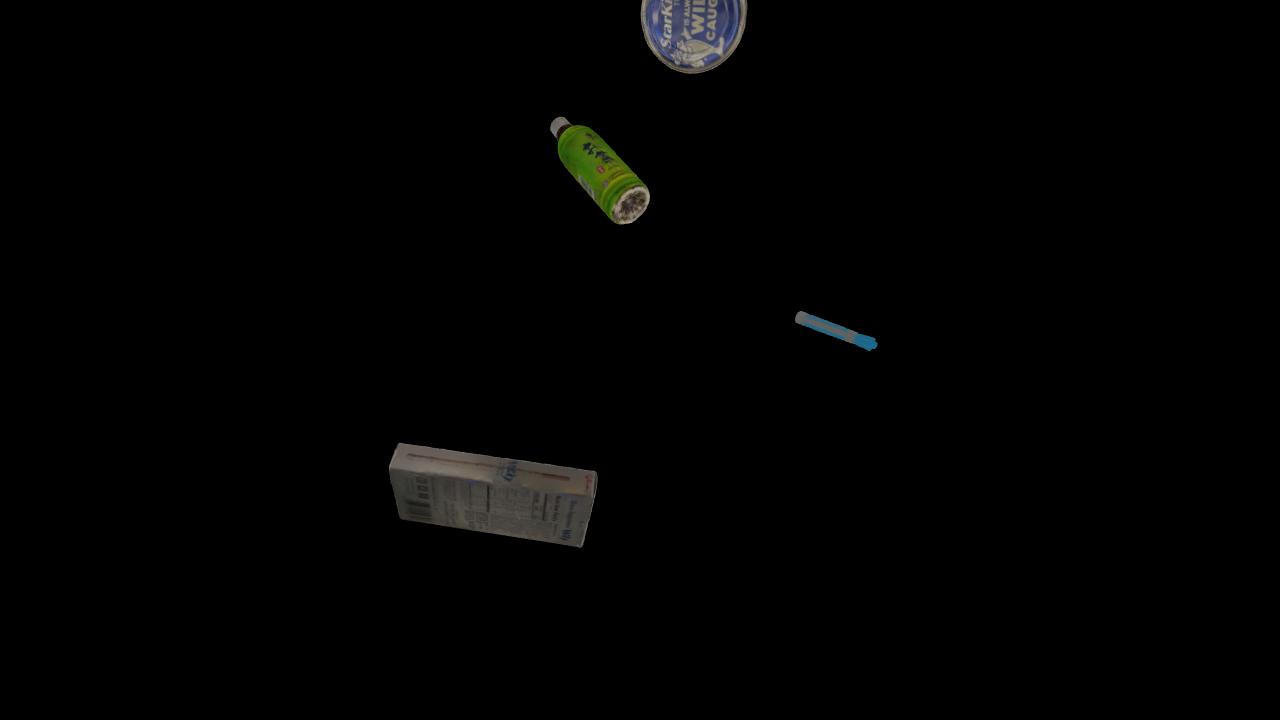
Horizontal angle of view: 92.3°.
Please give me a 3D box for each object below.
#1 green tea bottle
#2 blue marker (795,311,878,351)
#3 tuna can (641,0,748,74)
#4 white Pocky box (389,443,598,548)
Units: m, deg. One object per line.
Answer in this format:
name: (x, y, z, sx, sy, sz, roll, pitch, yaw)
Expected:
green tea bottle: (-0.070, -0.290, 0.911, 0.073, 0.212, 0.073, -31, -26, -17)
blue marker: (0.272, -0.041, 0.854, 0.121, 0.020, 0.020, 28, 18, 38)
tuna can: (0.044, -0.280, 0.496, 0.084, 0.084, 0.034, 0, 38, 13)
white Pocky box: (-0.115, 0.110, 0.490, 0.154, 0.028, 0.084, 10, -44, -5)
